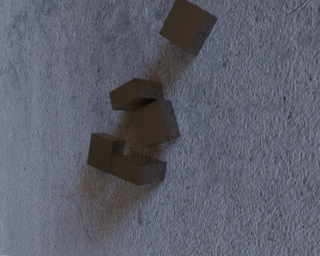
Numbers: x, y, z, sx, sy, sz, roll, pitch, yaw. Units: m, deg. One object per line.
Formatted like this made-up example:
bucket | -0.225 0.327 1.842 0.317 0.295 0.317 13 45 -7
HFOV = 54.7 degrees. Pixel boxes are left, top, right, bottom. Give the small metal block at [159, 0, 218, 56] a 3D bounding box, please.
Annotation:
small metal block | 0.034 -0.124 0.377 0.050 0.025 0.050 43 116 31

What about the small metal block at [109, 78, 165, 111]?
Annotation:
small metal block | -0.031 -0.043 0.414 0.050 0.050 0.025 -22 76 38

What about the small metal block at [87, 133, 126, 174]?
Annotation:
small metal block | -0.083 0.037 0.473 0.050 0.025 0.050 17 101 38

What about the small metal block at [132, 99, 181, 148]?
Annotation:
small metal block | -0.005 -0.005 0.409 0.050 0.025 0.050 -24 75 37

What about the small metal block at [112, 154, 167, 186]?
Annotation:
small metal block | -0.027 0.054 0.411 0.050 0.050 0.025 14 99 39
